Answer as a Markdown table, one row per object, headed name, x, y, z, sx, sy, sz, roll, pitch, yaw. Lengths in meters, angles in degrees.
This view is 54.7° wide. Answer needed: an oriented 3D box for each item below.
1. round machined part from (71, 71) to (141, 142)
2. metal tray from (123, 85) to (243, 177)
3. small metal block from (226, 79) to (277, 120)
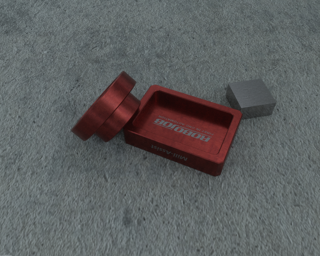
| name | x | y | z | sx | sy | sz | roll | pitch | yaw |
| --- | --- | --- | --- | --- | --- | --- | --- | --- | --- |
| round machined part | -0.062 | -0.021 | 0.386 | 0.042 | 0.098 | 0.098 | 41 | 53 | -13 |
| metal tray | 0.030 | -0.001 | 0.400 | 0.130 | 0.030 | 0.090 | 19 | 53 | 15 |
| small metal block | 0.127 | -0.041 | 0.438 | 0.050 | 0.025 | 0.050 | -9 | 51 | -8 |
